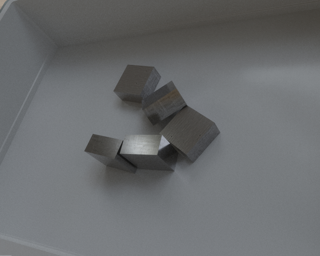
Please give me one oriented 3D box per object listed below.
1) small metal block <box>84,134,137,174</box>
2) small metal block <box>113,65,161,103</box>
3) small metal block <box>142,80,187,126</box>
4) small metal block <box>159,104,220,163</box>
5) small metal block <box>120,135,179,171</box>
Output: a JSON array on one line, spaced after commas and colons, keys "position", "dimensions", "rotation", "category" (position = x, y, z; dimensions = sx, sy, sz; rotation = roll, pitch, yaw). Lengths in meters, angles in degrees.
[{"position": [-0.059, 0.034, 0.400], "dimensions": [0.050, 0.050, 0.025], "rotation": [9, 67, 32], "category": "small metal block"}, {"position": [-0.034, -0.066, 0.464], "dimensions": [0.050, 0.025, 0.050], "rotation": [12, 68, 33], "category": "small metal block"}, {"position": [0.004, -0.034, 0.410], "dimensions": [0.050, 0.025, 0.050], "rotation": [-32, 19, 7], "category": "small metal block"}, {"position": [0.037, 0.006, 0.383], "dimensions": [0.050, 0.025, 0.050], "rotation": [-48, 51, -6], "category": "small metal block"}, {"position": [-0.012, 0.031, 0.377], "dimensions": [0.050, 0.050, 0.025], "rotation": [-1, 62, 28], "category": "small metal block"}]
